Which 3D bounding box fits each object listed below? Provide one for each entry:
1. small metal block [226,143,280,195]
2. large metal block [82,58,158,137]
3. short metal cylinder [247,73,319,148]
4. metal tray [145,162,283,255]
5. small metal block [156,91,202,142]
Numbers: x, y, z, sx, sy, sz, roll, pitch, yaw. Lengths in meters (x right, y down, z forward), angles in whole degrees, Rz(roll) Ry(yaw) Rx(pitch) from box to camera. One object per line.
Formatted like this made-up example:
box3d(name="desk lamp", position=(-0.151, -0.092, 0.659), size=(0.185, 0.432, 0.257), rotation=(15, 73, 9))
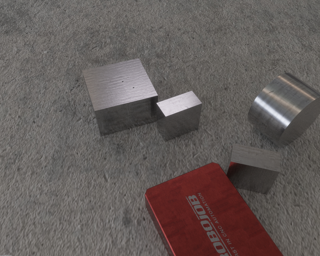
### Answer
box3d(name="small metal block", position=(0.102, 0.047, 0.348), size=(0.050, 0.050, 0.025), rotation=(11, 51, 9))
box3d(name="large metal block", position=(-0.054, -0.044, 0.423), size=(0.081, 0.050, 0.080), rotation=(-15, 52, -13))
box3d(name="short metal cylinder", position=(0.157, -0.022, 0.387), size=(0.081, 0.080, 0.050), rotation=(-29, 56, -22))
box3d(name="metal tray", position=(0.051, 0.105, 0.312), size=(0.091, 0.030, 0.130), rotation=(-20, 53, -16))
box3d(name="small metal block", position=(0.024, -0.015, 0.399), size=(0.050, 0.050, 0.025), rotation=(-21, 53, -17))
